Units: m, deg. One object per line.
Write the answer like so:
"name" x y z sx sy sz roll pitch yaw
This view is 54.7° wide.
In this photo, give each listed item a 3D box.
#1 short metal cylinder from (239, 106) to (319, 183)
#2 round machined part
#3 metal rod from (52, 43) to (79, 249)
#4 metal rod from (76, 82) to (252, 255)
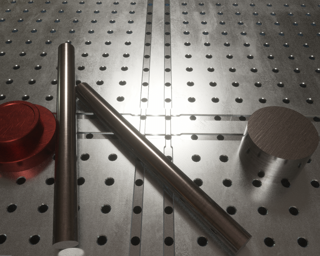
"short metal cylinder" 0.142 0.019 0.377 0.081 0.050 0.080 0 50 0
"round machined part" -0.182 0.003 0.392 0.099 0.042 0.098 0 50 0
"metal rod" -0.120 -0.003 0.395 0.025 0.025 0.299 -7 54 -7
"metal rod" -0.015 0.031 0.381 0.025 0.025 0.300 -34 58 -25
